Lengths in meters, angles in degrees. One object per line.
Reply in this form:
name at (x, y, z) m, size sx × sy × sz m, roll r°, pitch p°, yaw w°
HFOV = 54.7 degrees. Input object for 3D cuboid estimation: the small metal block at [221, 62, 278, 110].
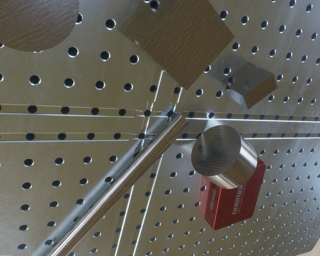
small metal block at (0.122, -0.059, 0.425) m, size 0.050 × 0.050 × 0.025 m, roll -36°, pitch 129°, yaw -4°

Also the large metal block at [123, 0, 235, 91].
large metal block at (0.021, -0.102, 0.343) m, size 0.080 × 0.050 × 0.080 m, roll -48°, pitch 129°, yaw 6°

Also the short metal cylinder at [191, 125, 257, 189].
short metal cylinder at (0.093, 0.042, 0.452) m, size 0.080 × 0.080 × 0.050 m, roll -48°, pitch 129°, yaw 5°

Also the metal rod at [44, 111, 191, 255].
metal rod at (-0.069, 0.095, 0.432) m, size 0.300 × 0.025 × 0.025 m, roll -47°, pitch 129°, yaw 5°

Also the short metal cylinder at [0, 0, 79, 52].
short metal cylinder at (-0.115, -0.111, 0.263) m, size 0.081 × 0.050 × 0.079 m, roll -14°, pitch 124°, yaw -21°

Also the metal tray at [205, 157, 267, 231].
metal tray at (0.132, 0.116, 0.552) m, size 0.091 × 0.030 × 0.129 m, roll -11°, pitch 123°, yaw -23°
